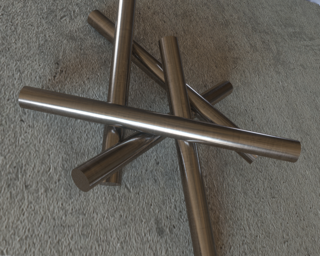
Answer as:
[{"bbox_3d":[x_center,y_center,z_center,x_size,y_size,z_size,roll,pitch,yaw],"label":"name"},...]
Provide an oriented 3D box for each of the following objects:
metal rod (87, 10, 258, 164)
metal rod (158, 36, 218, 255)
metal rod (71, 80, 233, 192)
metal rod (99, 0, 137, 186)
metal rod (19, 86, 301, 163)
[{"bbox_3d":[0.009,-0.064,0.408,0.300,0.025,0.025,43,50,17],"label":"metal rod"},{"bbox_3d":[0.033,0.035,0.357,0.025,0.025,0.299,-2,76,-29],"label":"metal rod"},{"bbox_3d":[0.016,-0.008,0.394,0.025,0.025,0.302,51,44,7],"label":"metal rod"},{"bbox_3d":[-0.049,-0.079,0.390,0.025,0.025,0.299,11,68,-22],"label":"metal rod"},{"bbox_3d":[0.000,-0.004,0.338,0.302,0.025,0.025,11,55,0],"label":"metal rod"}]
